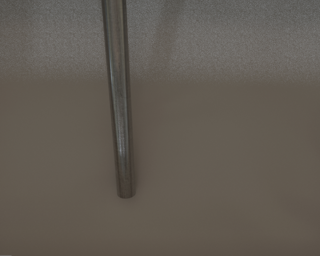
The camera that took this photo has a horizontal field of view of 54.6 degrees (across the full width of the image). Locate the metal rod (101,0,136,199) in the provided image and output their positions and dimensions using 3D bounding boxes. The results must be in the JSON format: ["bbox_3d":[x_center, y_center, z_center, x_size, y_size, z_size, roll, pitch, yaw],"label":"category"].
[{"bbox_3d":[-0.046,-0.049,0.352,0.025,0.025,0.298,-1,114,0],"label":"metal rod"}]
